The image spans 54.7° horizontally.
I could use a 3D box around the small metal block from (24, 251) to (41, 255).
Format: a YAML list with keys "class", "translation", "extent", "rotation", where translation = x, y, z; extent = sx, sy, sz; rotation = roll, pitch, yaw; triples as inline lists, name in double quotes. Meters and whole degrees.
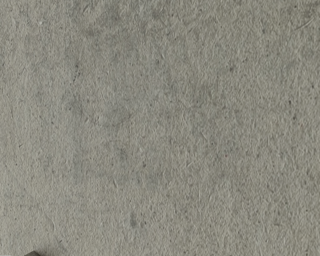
- class: "small metal block"
  translation: [-0.209, 0.222, 0.467]
  extent: [0.025, 0.050, 0.050]
  rotation: [28, 99, 17]
